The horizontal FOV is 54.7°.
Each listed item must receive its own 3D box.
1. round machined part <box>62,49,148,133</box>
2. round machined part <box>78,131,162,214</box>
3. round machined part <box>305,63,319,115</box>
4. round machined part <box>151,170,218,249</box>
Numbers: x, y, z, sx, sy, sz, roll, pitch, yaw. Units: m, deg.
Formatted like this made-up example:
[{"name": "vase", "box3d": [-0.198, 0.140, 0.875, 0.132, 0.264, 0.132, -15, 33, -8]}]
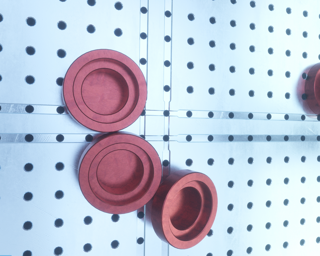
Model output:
[{"name": "round machined part", "box3d": [-0.068, -0.043, 0.379, 0.099, 0.042, 0.097, 0, 90, -20]}, {"name": "round machined part", "box3d": [-0.050, 0.052, 0.381, 0.099, 0.042, 0.097, -2, 98, -17]}, {"name": "round machined part", "box3d": [0.295, -0.066, 0.515, 0.099, 0.042, 0.097, 0, 90, -21]}, {"name": "round machined part", "box3d": [0.027, 0.102, 0.405, 0.099, 0.042, 0.097, -4, 97, -38]}]
